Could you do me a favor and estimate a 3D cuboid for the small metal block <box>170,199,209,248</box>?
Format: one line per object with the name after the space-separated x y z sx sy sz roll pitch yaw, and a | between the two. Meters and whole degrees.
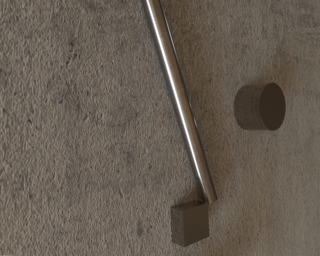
0.043 0.134 0.441 0.050 0.025 0.050 -5 94 -40 | small metal block

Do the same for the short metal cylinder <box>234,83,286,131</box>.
0.172 -0.035 0.533 0.081 0.050 0.079 0 90 -40 | short metal cylinder

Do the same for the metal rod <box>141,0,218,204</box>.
0.031 -0.030 0.430 0.025 0.025 0.298 -29 108 -36 | metal rod
